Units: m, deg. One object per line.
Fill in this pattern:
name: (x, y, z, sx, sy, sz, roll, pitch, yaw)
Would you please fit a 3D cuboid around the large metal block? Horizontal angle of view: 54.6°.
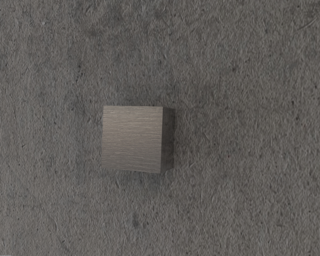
large metal block: (-0.027, 0.013, 0.406, 0.080, 0.050, 0.080, 3, 91, 20)
